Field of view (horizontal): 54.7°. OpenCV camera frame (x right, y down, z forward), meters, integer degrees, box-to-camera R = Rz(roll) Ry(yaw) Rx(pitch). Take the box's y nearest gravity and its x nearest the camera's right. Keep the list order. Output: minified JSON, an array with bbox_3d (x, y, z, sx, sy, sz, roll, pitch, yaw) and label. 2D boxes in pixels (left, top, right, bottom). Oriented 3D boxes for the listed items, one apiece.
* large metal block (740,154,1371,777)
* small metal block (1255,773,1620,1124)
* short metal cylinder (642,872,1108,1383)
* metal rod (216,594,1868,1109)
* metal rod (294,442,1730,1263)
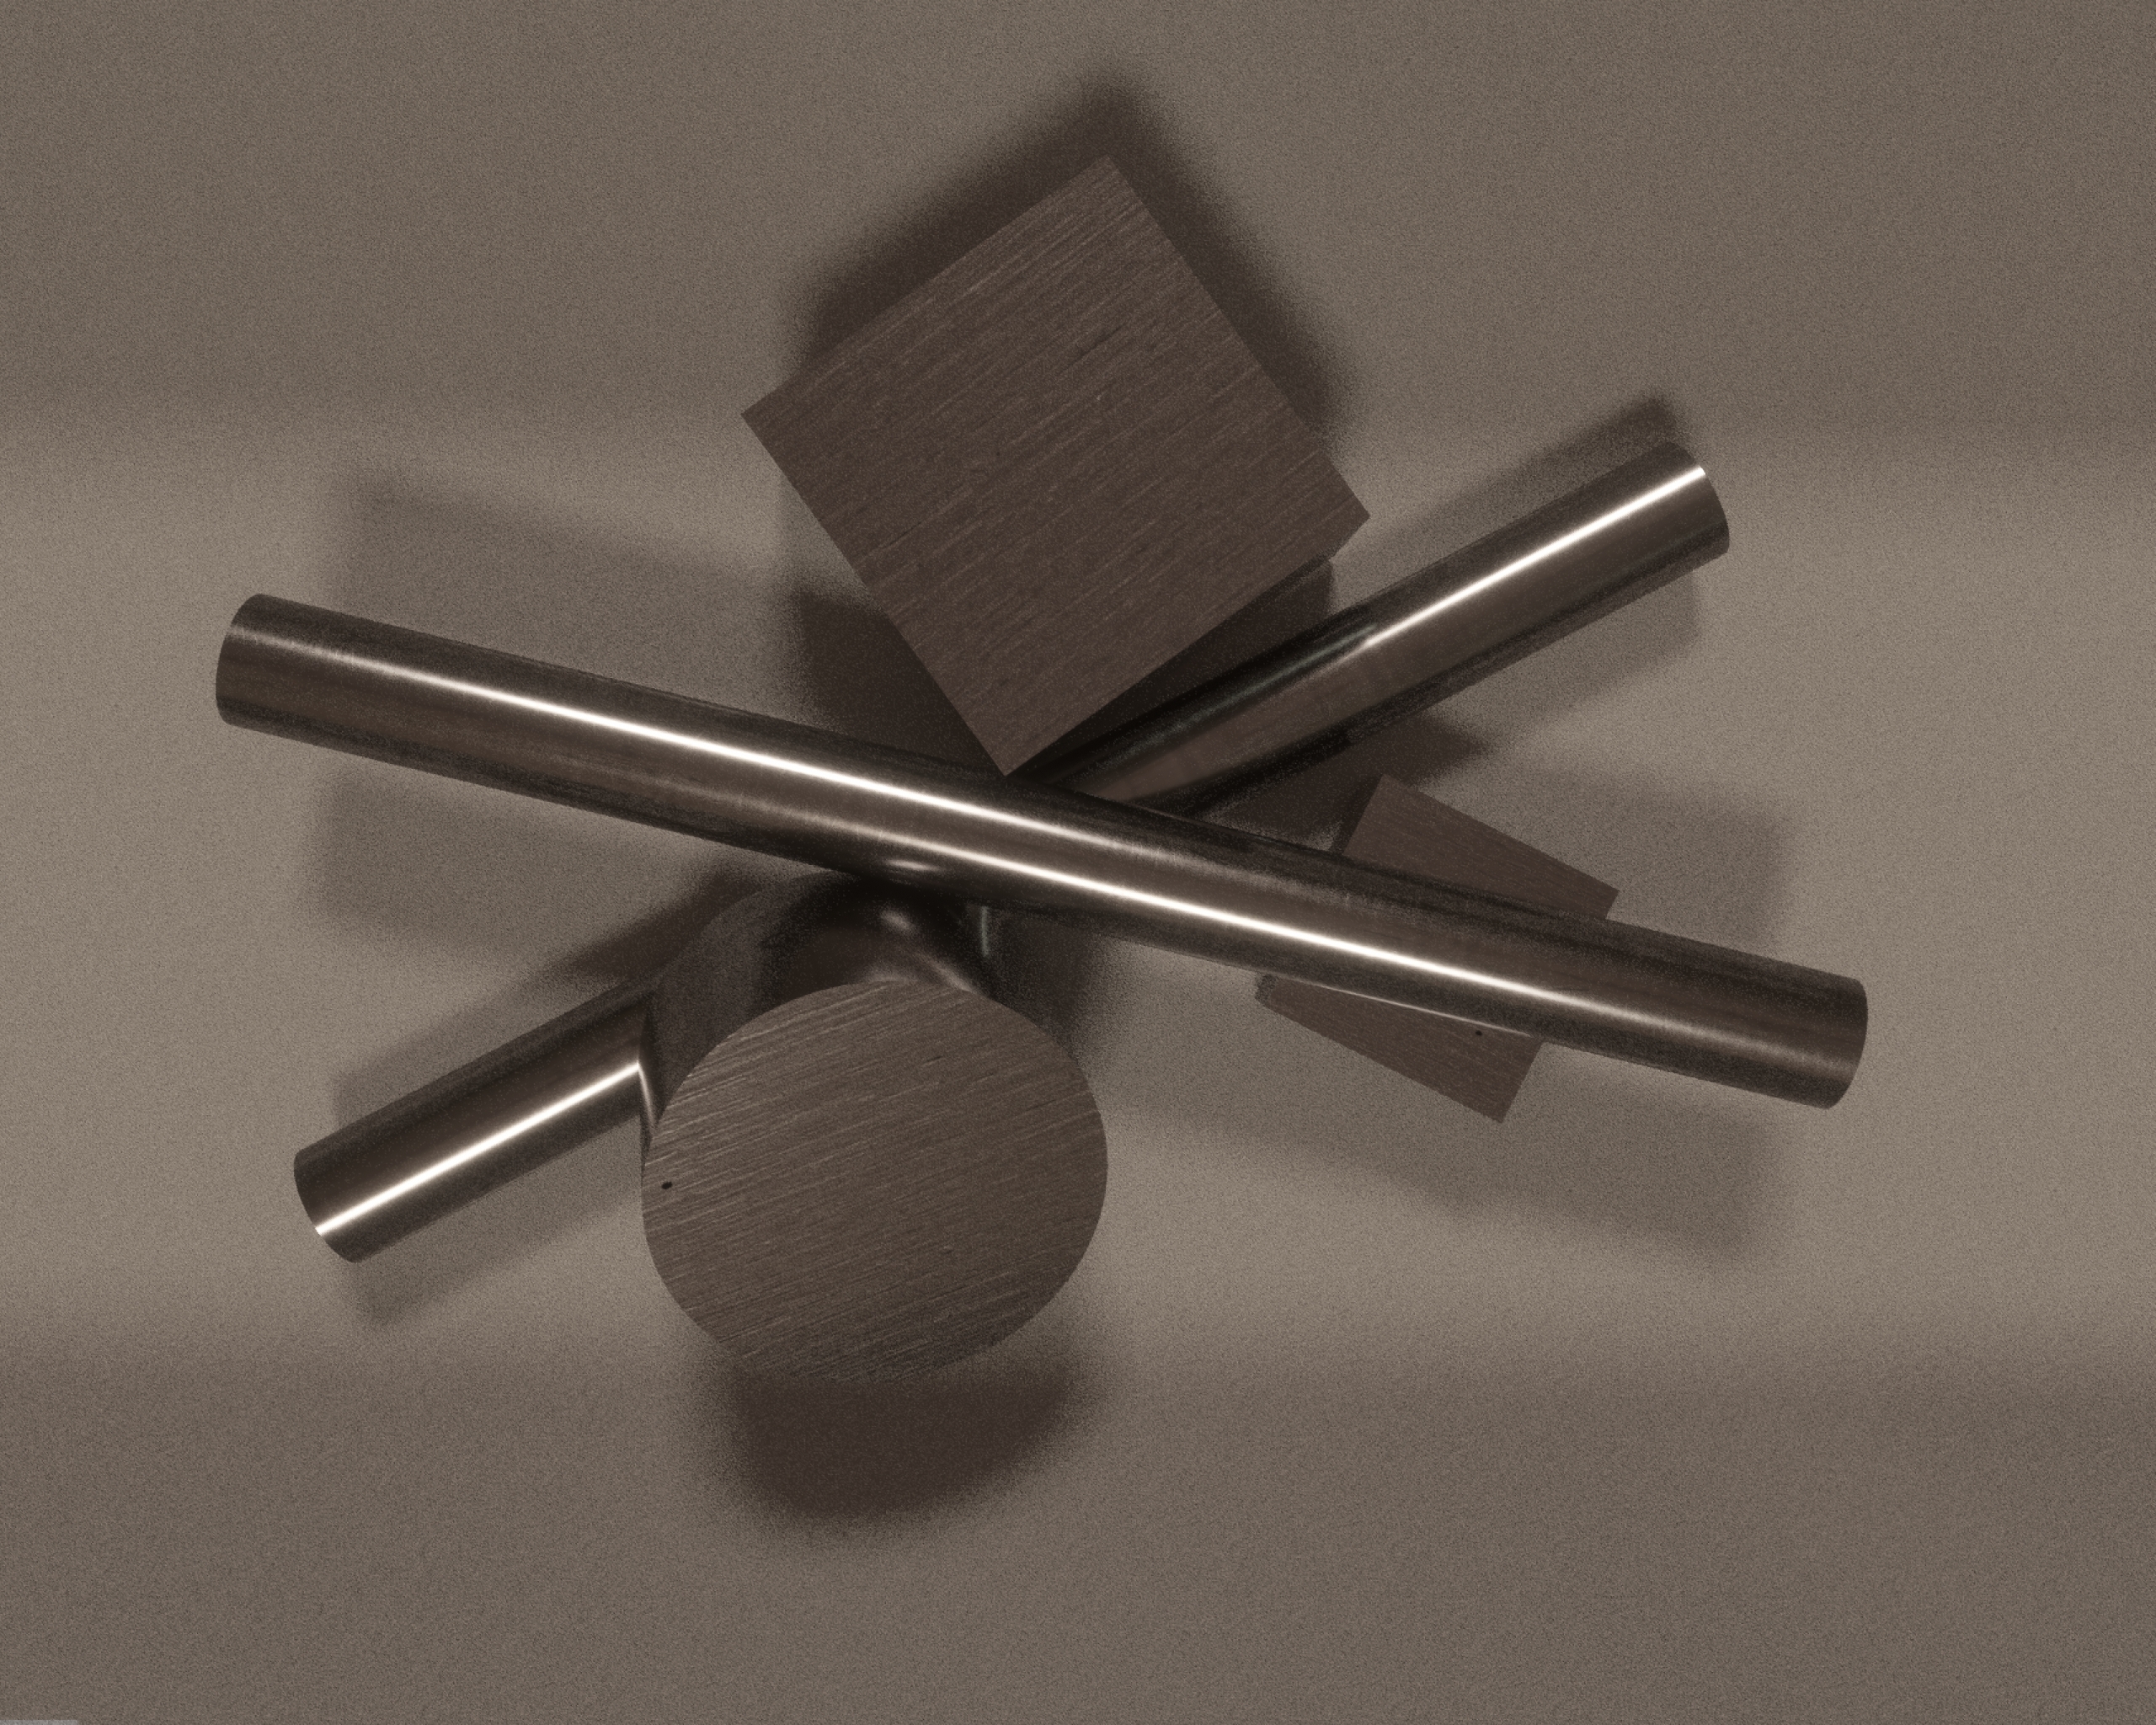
[{"bbox_3d":[-0.004,-0.071,0.397,0.080,0.050,0.080,-36,90,0],"label":"large metal block"},{"bbox_3d":[0.069,0.016,0.409,0.050,0.025,0.050,27,90,-1],"label":"small metal block"},{"bbox_3d":[-0.039,0.047,0.383,0.081,0.050,0.079,-5,112,-11],"label":"short metal cylinder"},{"bbox_3d":[-0.006,-0.002,0.385,0.302,0.025,0.025,14,90,-1],"label":"metal rod"},{"bbox_3d":[-0.012,-0.002,0.409,0.301,0.025,0.025,-27,90,-1],"label":"metal rod"}]
